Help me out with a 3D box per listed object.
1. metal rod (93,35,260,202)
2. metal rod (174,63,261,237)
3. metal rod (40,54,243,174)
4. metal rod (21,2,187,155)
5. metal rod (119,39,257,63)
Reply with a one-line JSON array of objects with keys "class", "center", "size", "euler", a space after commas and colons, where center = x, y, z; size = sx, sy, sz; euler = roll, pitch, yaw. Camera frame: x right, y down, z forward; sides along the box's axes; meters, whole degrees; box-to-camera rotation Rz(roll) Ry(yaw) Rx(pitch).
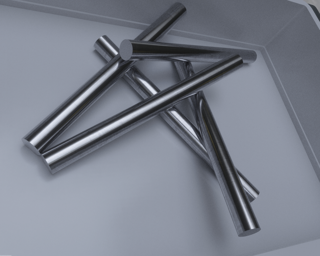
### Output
[{"class": "metal rod", "center": [0.021, -0.014, 0.426], "size": [0.300, 0.025, 0.025], "euler": [46, 51, 3]}, {"class": "metal rod", "center": [0.062, -0.007, 0.415], "size": [0.025, 0.025, 0.299], "euler": [5, 50, -26]}, {"class": "metal rod", "center": [-0.002, -0.031, 0.390], "size": [0.302, 0.025, 0.025], "euler": [-30, 79, -27]}, {"class": "metal rod", "center": [-0.052, -0.081, 0.399], "size": [0.025, 0.025, 0.301], "euler": [40, 60, -2]}, {"class": "metal rod", "center": [0.065, -0.114, 0.478], "size": [0.302, 0.025, 0.025], "euler": [-11, 67, -44]}]
